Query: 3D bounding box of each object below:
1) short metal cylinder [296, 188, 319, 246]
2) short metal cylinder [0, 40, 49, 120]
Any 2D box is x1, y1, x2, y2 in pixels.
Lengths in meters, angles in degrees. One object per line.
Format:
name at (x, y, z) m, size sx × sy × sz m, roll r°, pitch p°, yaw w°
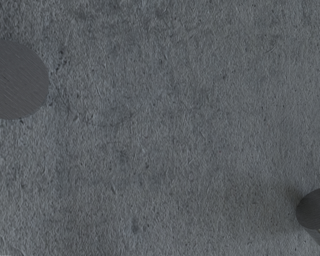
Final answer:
short metal cylinder at (0.260, 0.138, 0.476) m, size 0.080 × 0.080 × 0.050 m, roll -46°, pitch 105°, yaw -14°
short metal cylinder at (-0.163, -0.049, 0.335) m, size 0.081 × 0.050 × 0.080 m, roll 0°, pitch 90°, yaw -20°
